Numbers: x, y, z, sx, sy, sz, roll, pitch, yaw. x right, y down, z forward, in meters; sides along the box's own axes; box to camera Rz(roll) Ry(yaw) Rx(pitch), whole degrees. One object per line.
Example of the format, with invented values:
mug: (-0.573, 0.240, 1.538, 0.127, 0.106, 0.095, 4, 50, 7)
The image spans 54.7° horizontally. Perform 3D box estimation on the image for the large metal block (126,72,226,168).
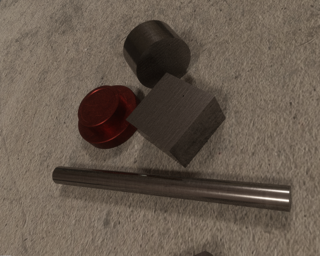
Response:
large metal block: (0.020, -0.011, 0.383, 0.080, 0.050, 0.080, 34, 81, 38)

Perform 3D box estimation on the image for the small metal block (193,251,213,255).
small metal block: (0.033, 0.152, 0.293, 0.050, 0.025, 0.050, -28, 52, 10)

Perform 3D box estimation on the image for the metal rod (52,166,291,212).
metal rod: (-0.009, 0.067, 0.366, 0.300, 0.025, 0.025, 0, 62, 28)

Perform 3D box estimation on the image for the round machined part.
round machined part: (-0.078, -0.022, 0.446, 0.098, 0.042, 0.098, -13, 56, 20)

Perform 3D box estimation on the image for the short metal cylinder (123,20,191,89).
short metal cylinder: (-0.005, -0.101, 0.432, 0.080, 0.080, 0.050, -36, 52, 4)
